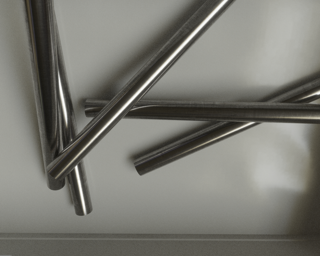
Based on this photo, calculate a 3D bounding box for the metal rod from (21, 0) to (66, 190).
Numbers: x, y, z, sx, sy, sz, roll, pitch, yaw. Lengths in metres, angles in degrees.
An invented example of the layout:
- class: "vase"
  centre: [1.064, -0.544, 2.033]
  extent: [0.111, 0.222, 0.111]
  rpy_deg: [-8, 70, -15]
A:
- class: "metal rod"
  centre: [-0.121, -0.026, 0.336]
  extent: [0.025, 0.025, 0.298]
  rpy_deg: [10, 134, -4]

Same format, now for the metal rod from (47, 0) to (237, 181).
- class: "metal rod"
  centre: [-0.024, -0.051, 0.367]
  extent: [0.025, 0.025, 0.300]
  rpy_deg: [43, 95, -15]

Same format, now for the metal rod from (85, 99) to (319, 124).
- class: "metal rod"
  centre: [0.057, -0.021, 0.387]
  extent: [0.302, 0.025, 0.025]
  rpy_deg: [2, 110, 5]

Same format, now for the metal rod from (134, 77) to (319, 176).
- class: "metal rod"
  centre: [0.105, -0.006, 0.410]
  extent: [0.301, 0.025, 0.025]
  rpy_deg: [-24, 109, 8]

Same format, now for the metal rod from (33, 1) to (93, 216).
- class: "metal rod"
  centre: [-0.124, -0.018, 0.402]
  extent: [0.025, 0.025, 0.298]
  rpy_deg: [-5, 110, 1]
